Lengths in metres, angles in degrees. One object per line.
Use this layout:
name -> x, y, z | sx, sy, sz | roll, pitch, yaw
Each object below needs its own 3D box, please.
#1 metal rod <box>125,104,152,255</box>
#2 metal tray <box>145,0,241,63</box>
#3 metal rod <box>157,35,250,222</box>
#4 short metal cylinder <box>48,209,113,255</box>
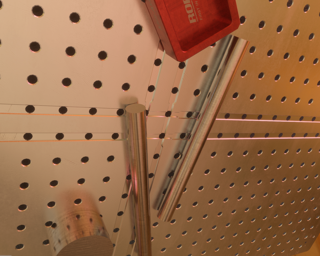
metal rod -> -0.028, 0.102, 0.460 | 0.025, 0.025, 0.298 | -15, 125, -21
metal tray -> 0.030, -0.149, 0.333 | 0.090, 0.030, 0.130 | -33, 129, -7
metal rod -> 0.056, 0.014, 0.452 | 0.025, 0.025, 0.298 | 7, 115, -32
short metal cylinder -> -0.112, 0.162, 0.435 | 0.081, 0.050, 0.079 | -14, 125, -21
